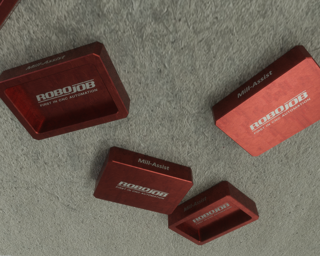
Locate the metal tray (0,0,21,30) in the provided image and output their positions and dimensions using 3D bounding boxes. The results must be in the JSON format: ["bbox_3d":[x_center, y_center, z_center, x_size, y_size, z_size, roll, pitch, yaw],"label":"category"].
[{"bbox_3d":[-0.173,-0.142,0.281,0.130,0.030,0.090,-37,121,27],"label":"metal tray"}]

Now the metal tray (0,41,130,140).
[{"bbox_3d":[-0.112,-0.040,0.368,0.130,0.030,0.090,-14,129,11],"label":"metal tray"}]

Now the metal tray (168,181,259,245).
[{"bbox_3d":[0.089,0.150,0.532,0.130,0.030,0.090,-36,122,26],"label":"metal tray"}]

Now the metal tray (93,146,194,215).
[{"bbox_3d":[-0.026,0.084,0.475,0.131,0.030,0.089,17,128,-15],"label":"metal tray"}]

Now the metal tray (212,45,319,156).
[{"bbox_3d":[0.142,-0.027,0.382,0.090,0.030,0.130,37,121,-27],"label":"metal tray"}]
